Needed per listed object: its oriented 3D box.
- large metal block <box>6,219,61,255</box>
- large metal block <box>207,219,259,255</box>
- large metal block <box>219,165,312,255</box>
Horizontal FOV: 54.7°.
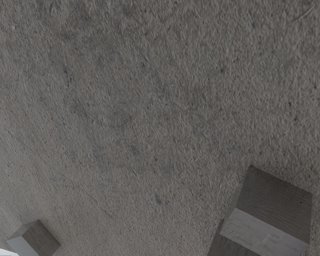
[{"bbox_3d":[-0.288,0.262,0.705,0.080,0.050,0.080,-27,104,37],"label":"large metal block"},{"bbox_3d":[0.106,0.188,0.432,0.050,0.080,0.080,-2,117,29],"label":"large metal block"},{"bbox_3d":[0.127,0.101,0.367,0.080,0.080,0.050,25,127,12],"label":"large metal block"}]
